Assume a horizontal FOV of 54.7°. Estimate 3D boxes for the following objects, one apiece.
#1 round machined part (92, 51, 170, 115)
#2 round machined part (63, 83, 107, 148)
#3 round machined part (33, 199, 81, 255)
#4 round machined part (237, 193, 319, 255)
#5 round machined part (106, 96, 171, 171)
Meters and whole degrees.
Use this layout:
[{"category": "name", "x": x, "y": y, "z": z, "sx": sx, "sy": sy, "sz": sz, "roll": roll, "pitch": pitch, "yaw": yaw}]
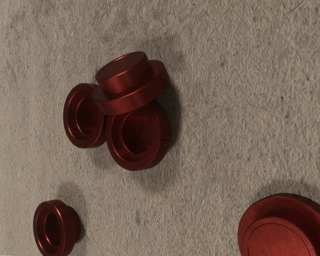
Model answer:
[{"category": "round machined part", "x": -0.041, "y": -0.061, "z": 0.387, "sx": 0.098, "sy": 0.098, "sz": 0.042, "roll": 2, "pitch": 130, "yaw": 39}, {"category": "round machined part", "x": -0.103, "y": -0.018, "z": 0.476, "sx": 0.098, "sy": 0.042, "sz": 0.097, "roll": 0, "pitch": 90, "yaw": 39}, {"category": "round machined part", "x": -0.174, "y": 0.172, "z": 0.534, "sx": 0.098, "sy": 0.042, "sz": 0.097, "roll": 0, "pitch": 90, "yaw": 39}, {"category": "round machined part", "x": 0.119, "y": 0.114, "z": 0.295, "sx": 0.098, "sy": 0.042, "sz": 0.097, "roll": 0, "pitch": 90, "yaw": 39}, {"category": "round machined part", "x": -0.024, "y": 0.006, "z": 0.411, "sx": 0.098, "sy": 0.042, "sz": 0.097, "roll": 0, "pitch": 90, "yaw": 39}]
